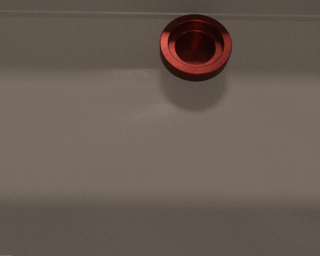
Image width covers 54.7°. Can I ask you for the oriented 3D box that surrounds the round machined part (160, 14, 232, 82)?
[{"bbox_3d":[0.049,-0.109,0.441,0.099,0.042,0.098,0,70,-1],"label":"round machined part"}]
